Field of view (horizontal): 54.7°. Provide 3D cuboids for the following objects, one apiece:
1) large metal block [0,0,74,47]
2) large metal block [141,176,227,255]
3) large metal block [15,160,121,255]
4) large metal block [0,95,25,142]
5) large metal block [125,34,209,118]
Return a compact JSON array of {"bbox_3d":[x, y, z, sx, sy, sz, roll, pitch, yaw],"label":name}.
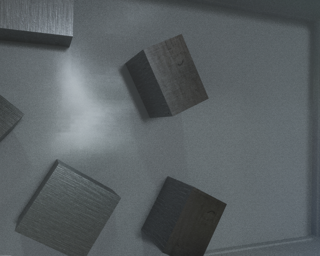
[{"bbox_3d":[-0.140,-0.140,0.345,0.081,0.050,0.079,1,90,-21],"label":"large metal block"},{"bbox_3d":[0.027,0.114,0.393,0.050,0.080,0.080,30,80,-18],"label":"large metal block"},{"bbox_3d":[-0.105,0.093,0.359,0.080,0.050,0.080,34,79,-17],"label":"large metal block"},{"bbox_3d":[-0.201,-0.005,0.306,0.080,0.050,0.080,43,49,-16],"label":"large metal block"},{"bbox_3d":[0.006,-0.060,0.384,0.050,0.080,0.080,-27,99,-18],"label":"large metal block"}]
